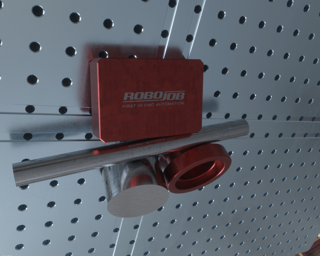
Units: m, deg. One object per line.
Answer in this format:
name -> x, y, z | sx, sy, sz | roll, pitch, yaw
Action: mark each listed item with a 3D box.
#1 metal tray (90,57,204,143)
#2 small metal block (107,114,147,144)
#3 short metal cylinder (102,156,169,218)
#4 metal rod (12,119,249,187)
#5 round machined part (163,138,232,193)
metal tray -> -0.012, -0.035, 0.363 | 0.131, 0.030, 0.089 | -5, 102, -27
small metal block -> -0.035, 0.015, 0.414 | 0.050, 0.025, 0.050 | 19, 108, -36
short metal cylinder -> -0.033, 0.076, 0.410 | 0.081, 0.050, 0.080 | -11, 140, -9
metal rod -> -0.016, 0.024, 0.385 | 0.303, 0.025, 0.025 | -11, 123, -23
round machined part -> 0.049, 0.051, 0.445 | 0.099, 0.042, 0.098 | -18, 148, -12
